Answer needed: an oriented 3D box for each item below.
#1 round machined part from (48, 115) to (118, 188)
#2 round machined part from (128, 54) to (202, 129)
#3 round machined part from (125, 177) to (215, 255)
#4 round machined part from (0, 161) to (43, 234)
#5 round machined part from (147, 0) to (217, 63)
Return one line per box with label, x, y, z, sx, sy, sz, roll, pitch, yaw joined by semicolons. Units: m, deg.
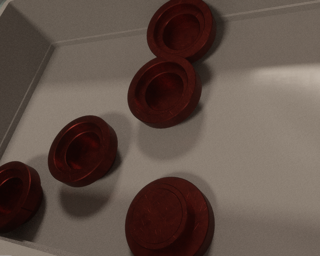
round machined part;-0.100;0.035;0.424;0.098;0.042;0.098;-13;56;20
round machined part;0.010;-0.044;0.410;0.098;0.042;0.098;-11;64;25
round machined part;0.005;0.098;0.331;0.098;0.042;0.098;-13;56;20
round machined part;-0.208;0.100;0.440;0.098;0.042;0.098;-13;56;20
round machined part;0.034;-0.134;0.447;0.098;0.042;0.098;-6;76;24
